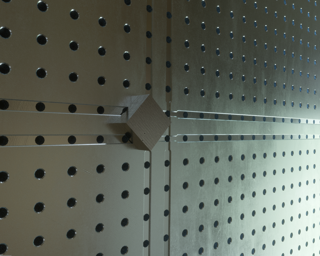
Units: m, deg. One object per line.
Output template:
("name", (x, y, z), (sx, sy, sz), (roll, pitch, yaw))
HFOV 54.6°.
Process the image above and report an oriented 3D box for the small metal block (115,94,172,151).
("small metal block", (-0.020, -0.007, 0.391), (0.050, 0.025, 0.050), (51, 60, -28))
